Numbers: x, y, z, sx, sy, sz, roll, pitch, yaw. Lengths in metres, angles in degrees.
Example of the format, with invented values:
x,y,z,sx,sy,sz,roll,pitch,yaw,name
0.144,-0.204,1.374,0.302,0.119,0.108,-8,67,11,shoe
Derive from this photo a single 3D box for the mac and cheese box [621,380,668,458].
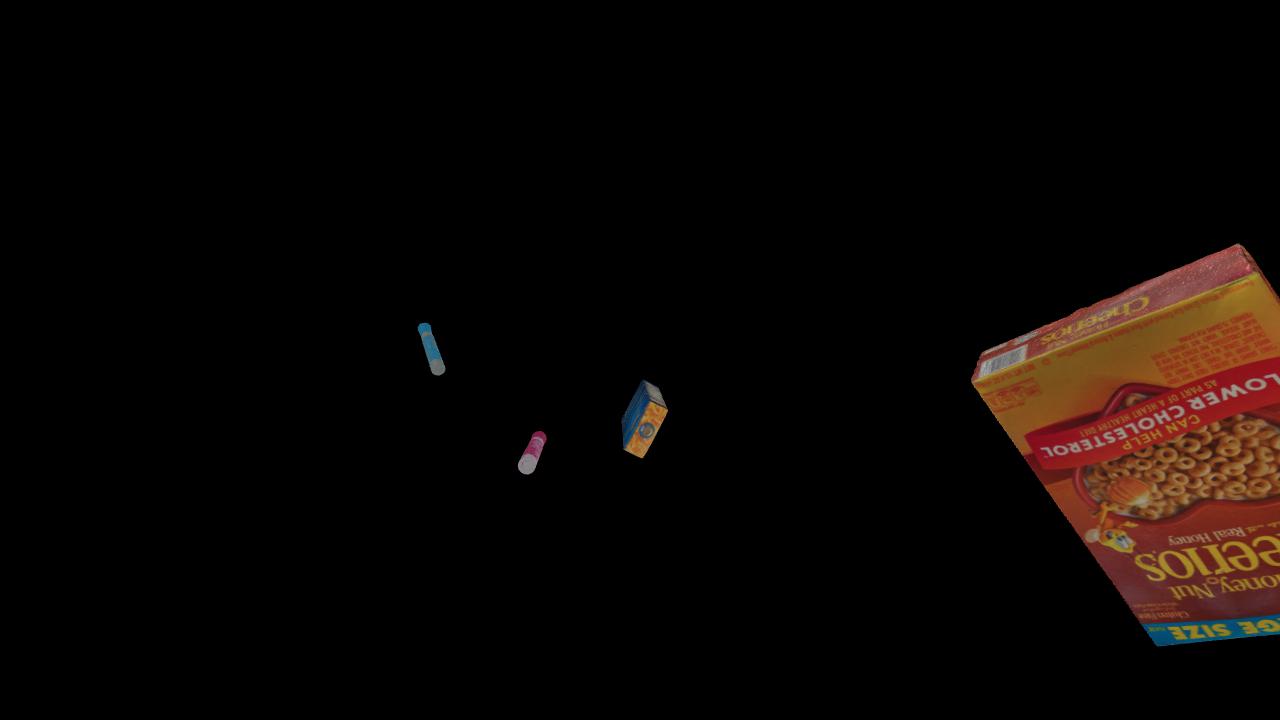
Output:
x,y,z,sx,sy,sz,roll,pitch,yaw,name
0.005,0.097,1.060,0.041,0.093,0.184,28,7,-7,mac and cheese box

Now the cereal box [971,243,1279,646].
x,y,z,sx,sy,sz,roll,pitch,yaw,name
0.460,0.087,0.510,0.203,0.306,0.081,-33,4,43,cereal box

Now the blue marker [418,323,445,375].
x,y,z,sx,sy,sz,roll,pitch,yaw,name
-0.300,-0.018,0.881,0.020,0.020,0.121,0,32,-30,blue marker

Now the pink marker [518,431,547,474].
x,y,z,sx,sy,sz,roll,pitch,yaw,name
-0.122,0.104,0.707,0.020,0.020,0.121,0,8,-3,pink marker
